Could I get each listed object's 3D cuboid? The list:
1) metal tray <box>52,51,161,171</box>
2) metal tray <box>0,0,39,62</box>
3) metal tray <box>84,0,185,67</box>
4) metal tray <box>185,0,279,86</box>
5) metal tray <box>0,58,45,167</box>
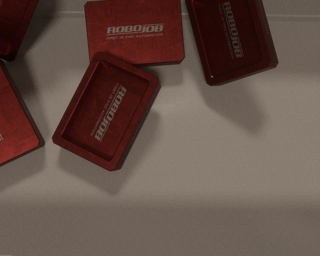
[{"bbox_3d":[-0.066,-0.021,0.396,0.090,0.030,0.130,25,86,8],"label":"metal tray"},{"bbox_3d":[-0.213,-0.158,0.396,0.091,0.129,0.030,20,34,-30],"label":"metal tray"},{"bbox_3d":[-0.035,-0.133,0.437,0.131,0.030,0.089,-5,93,-2],"label":"metal tray"},{"bbox_3d":[0.092,-0.129,0.408,0.090,0.030,0.129,-15,88,37],"label":"metal tray"},{"bbox_3d":[-0.218,-0.016,0.389,0.090,0.030,0.129,-27,92,-10],"label":"metal tray"}]
